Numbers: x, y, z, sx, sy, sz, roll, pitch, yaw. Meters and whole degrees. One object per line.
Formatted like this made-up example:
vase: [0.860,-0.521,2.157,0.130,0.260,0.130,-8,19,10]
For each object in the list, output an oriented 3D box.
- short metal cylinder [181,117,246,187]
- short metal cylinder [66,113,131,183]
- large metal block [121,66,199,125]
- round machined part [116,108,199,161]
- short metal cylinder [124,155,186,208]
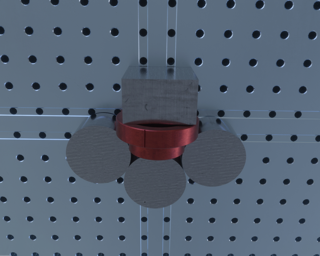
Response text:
short metal cylinder: [0.068,0.030,0.412,0.081,0.050,0.079,0,110,0]
short metal cylinder: [-0.077,0.026,0.409,0.081,0.050,0.079,0,110,0]
large metal block: [0.000,-0.041,0.368,0.081,0.080,0.050,1,110,-1]
round machined part: [-0.003,0.006,0.375,0.099,0.098,0.042,2,110,-1]
short metal cylinder: [-0.006,0.062,0.423,0.081,0.050,0.079,0,110,0]
